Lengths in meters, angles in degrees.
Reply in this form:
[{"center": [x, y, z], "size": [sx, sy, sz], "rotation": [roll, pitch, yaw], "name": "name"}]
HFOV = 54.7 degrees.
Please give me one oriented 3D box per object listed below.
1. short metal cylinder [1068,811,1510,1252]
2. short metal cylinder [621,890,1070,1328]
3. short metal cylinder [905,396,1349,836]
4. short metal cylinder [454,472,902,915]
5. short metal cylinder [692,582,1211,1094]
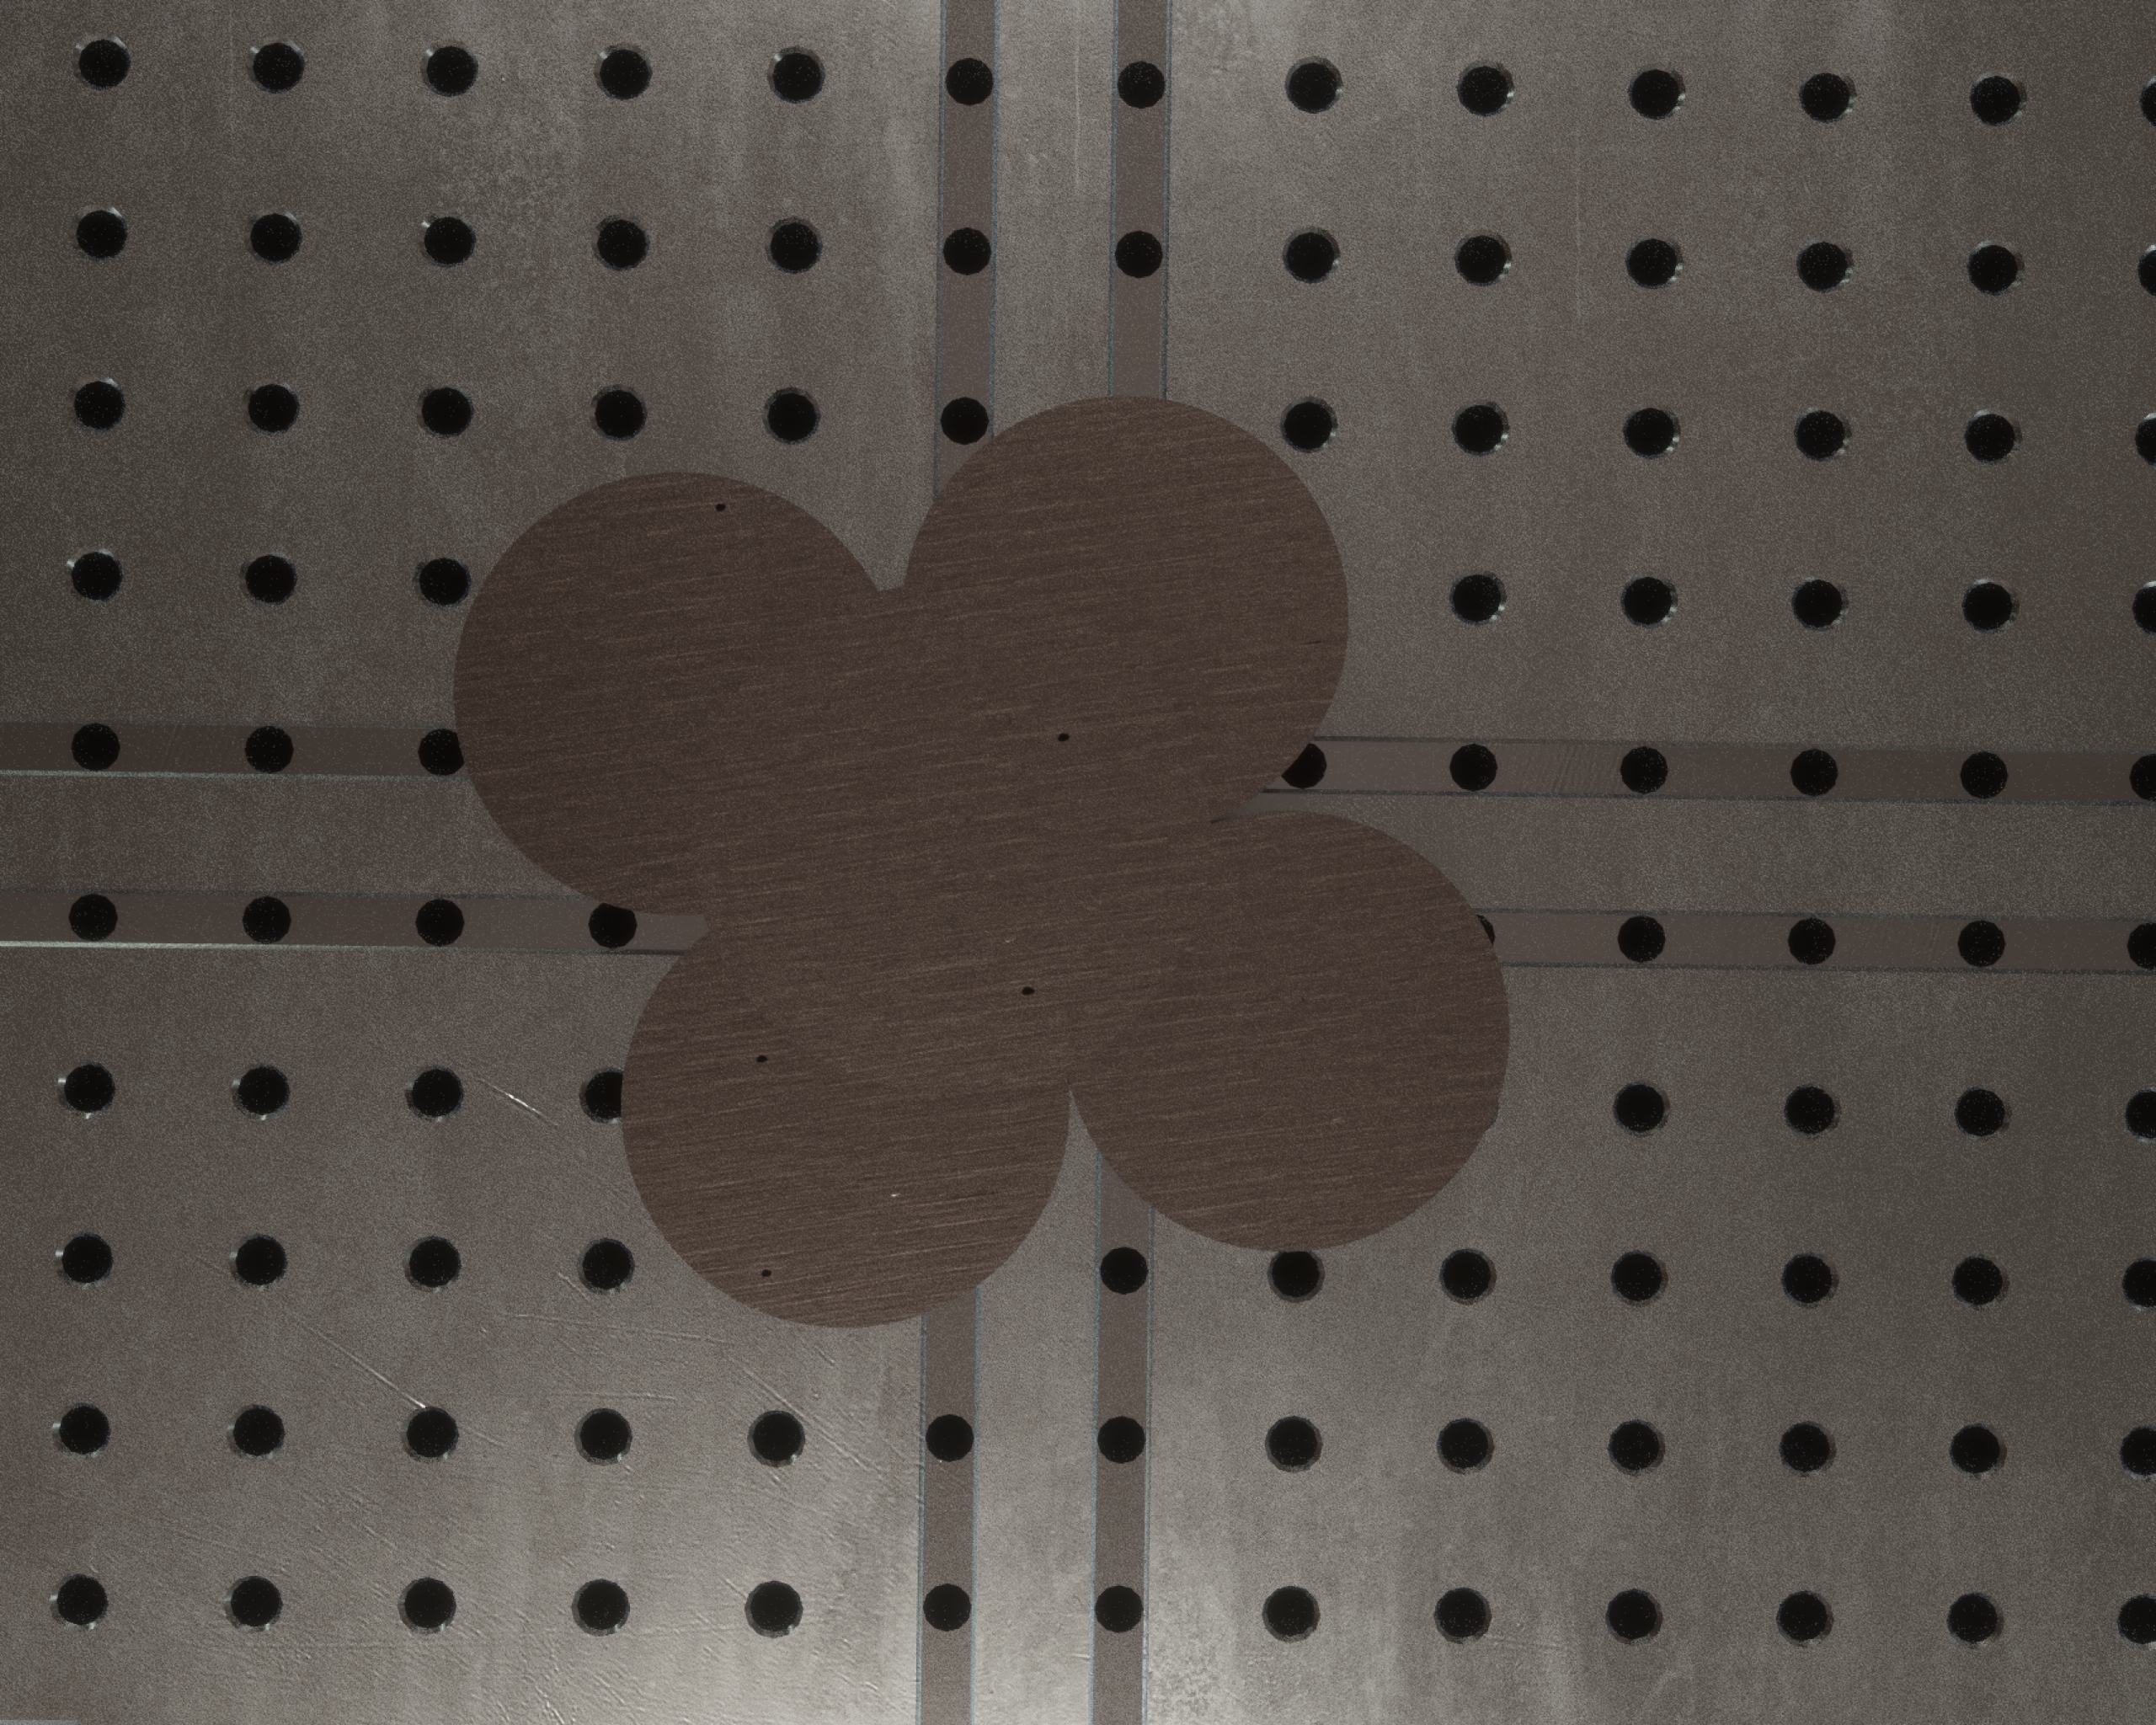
[{"center": [0.038, 0.030, 0.401], "size": [0.081, 0.050, 0.079], "rotation": [0, 90, -1], "name": "short metal cylinder"}, {"center": [-0.042, 0.044, 0.400], "size": [0.081, 0.050, 0.079], "rotation": [0, 90, -1], "name": "short metal cylinder"}, {"center": [0.008, -0.044, 0.400], "size": [0.081, 0.050, 0.079], "rotation": [0, 90, -1], "name": "short metal cylinder"}, {"center": [-0.072, -0.030, 0.399], "size": [0.081, 0.050, 0.079], "rotation": [0, 90, -1], "name": "short metal cylinder"}, {"center": [-0.020, -0.005, 0.349], "size": [0.081, 0.050, 0.079], "rotation": [0, 92, -1], "name": "short metal cylinder"}]
